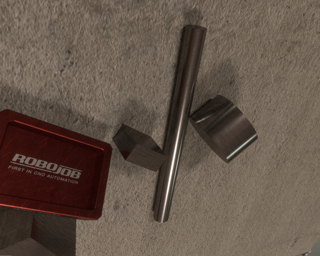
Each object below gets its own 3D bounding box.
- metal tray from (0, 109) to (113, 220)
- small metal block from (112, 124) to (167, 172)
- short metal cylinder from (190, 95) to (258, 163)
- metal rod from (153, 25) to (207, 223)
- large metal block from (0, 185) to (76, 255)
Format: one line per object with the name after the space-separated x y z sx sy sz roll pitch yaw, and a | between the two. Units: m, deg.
-0.119 0.044 0.332 0.131 0.030 0.090 23 62 -37 | metal tray
-0.026 0.025 0.393 0.050 0.050 0.025 27 103 -38 | small metal block
0.085 0.002 0.421 0.050 0.080 0.080 -40 130 -2 | short metal cylinder
0.022 0.013 0.428 0.025 0.025 0.298 -6 121 -26 | metal rod
-0.143 0.120 0.362 0.050 0.080 0.080 -25 129 6 | large metal block
